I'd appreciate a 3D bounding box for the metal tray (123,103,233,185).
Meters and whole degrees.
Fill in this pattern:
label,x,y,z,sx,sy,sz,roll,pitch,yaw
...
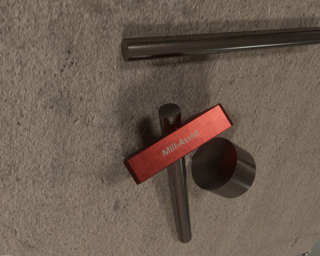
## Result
label,x,y,z,sx,sy,sz,roll,pitch,yaw
metal tray,0.018,0.020,0.388,0.131,0.090,0.030,-31,90,-9

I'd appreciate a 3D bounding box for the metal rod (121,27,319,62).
label,x,y,z,sx,sy,sz,roll,pitch,yaw
metal rod,0.099,-0.110,0.394,0.303,0.025,0.025,-11,123,-23

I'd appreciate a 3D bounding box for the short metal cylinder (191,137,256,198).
label,x,y,z,sx,sy,sz,roll,pitch,yaw
short metal cylinder,0.094,0.060,0.462,0.050,0.080,0.080,28,103,-38

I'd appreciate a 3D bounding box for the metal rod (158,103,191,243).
label,x,y,z,sx,sy,sz,roll,pitch,yaw
metal rod,0.028,0.087,0.452,0.025,0.025,0.298,-23,135,-15
